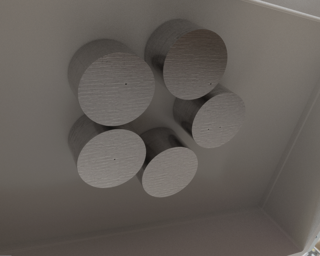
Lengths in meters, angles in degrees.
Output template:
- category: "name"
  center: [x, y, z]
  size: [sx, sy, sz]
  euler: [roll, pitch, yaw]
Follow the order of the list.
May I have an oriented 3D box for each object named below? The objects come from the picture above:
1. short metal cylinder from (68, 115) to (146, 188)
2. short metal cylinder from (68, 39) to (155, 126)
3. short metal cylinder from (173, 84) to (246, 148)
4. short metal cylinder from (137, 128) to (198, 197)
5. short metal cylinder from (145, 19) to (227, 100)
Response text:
- category: "short metal cylinder"
  center: [-0.064, 0.024, 0.370]
  size: [0.081, 0.050, 0.079]
  euler: [-14, 124, -21]
- category: "short metal cylinder"
  center: [-0.052, -0.049, 0.331]
  size: [0.081, 0.050, 0.079]
  euler: [-14, 124, -21]
- category: "short metal cylinder"
  center: [0.065, -0.020, 0.413]
  size: [0.081, 0.050, 0.079]
  euler: [-14, 124, -21]
- category: "short metal cylinder"
  center: [0.004, 0.046, 0.420]
  size: [0.081, 0.050, 0.079]
  euler: [-14, 124, -21]
- category: "short metal cylinder"
  center: [0.029, -0.079, 0.357]
  size: [0.081, 0.050, 0.079]
  euler: [-14, 124, -21]
